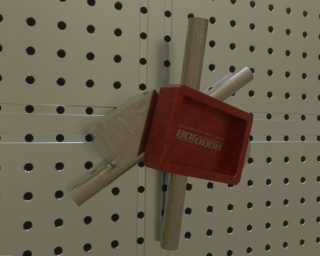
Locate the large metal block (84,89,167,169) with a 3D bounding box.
[{"bbox_3d":[-0.038,0.000,0.370,0.080,0.080,0.050,-36,102,-17],"label":"large metal block"}]

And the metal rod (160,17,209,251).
[{"bbox_3d":[0.030,0.013,0.401,0.025,0.025,0.298,4,98,-20],"label":"metal rod"}]

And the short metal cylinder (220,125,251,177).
[{"bbox_3d":[0.076,0.026,0.428,0.081,0.050,0.079,0,90,-21],"label":"short metal cylinder"}]

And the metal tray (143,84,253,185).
[{"bbox_3d":[0.049,0.012,0.354,0.131,0.030,0.090,17,84,-38],"label":"metal tray"}]

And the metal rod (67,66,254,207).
[{"bbox_3d":[0.012,0.002,0.419,0.301,0.025,0.025,-35,102,-17],"label":"metal rod"}]
